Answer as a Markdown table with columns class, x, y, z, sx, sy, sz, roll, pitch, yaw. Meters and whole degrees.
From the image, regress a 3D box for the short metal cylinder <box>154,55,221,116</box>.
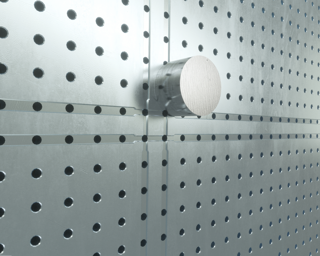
| class | x | y | z | sx | sy | sz | roll | pitch | yaw |
| --- | --- | --- | --- | --- | --- | --- | --- | --- | --- |
| short metal cylinder | 0.039 | -0.056 | 0.428 | 0.081 | 0.050 | 0.079 | 0 | 91 | -40 |
